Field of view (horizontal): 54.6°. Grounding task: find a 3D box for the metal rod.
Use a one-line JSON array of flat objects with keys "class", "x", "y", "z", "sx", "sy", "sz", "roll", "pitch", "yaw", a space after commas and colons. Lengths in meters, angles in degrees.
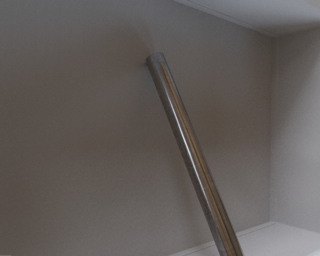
[{"class": "metal rod", "x": 0.044, "y": 0.045, "z": 0.365, "sx": 0.025, "sy": 0.025, "sz": 0.299, "roll": -8, "pitch": 71, "yaw": -40}]
